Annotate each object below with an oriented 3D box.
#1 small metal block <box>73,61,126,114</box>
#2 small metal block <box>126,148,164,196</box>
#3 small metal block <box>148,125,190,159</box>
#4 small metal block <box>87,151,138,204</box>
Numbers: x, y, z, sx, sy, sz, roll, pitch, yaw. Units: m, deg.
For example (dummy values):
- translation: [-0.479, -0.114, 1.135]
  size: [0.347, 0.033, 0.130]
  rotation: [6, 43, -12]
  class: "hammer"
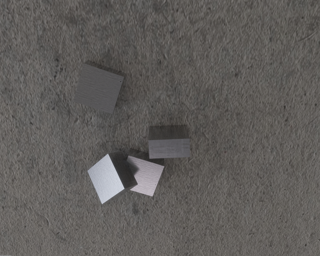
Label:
- translation: [-0.075, -0.052, 0.390]
  size: [0.050, 0.025, 0.050]
  rotation: [18, 109, -7]
  class: "small metal block"
- translation: [-0.026, 0.062, 0.432]
  size: [0.050, 0.025, 0.050]
  rotation: [18, 109, -7]
  class: "small metal block"
- translation: [0.011, 0.017, 0.403]
  size: [0.050, 0.050, 0.025]
  rotation: [-2, 110, 1]
  class: "small metal block"
- translation: [-0.064, 0.066, 0.413]
  size: [0.050, 0.025, 0.050]
  rotation: [-38, 71, 33]
  class: "small metal block"
